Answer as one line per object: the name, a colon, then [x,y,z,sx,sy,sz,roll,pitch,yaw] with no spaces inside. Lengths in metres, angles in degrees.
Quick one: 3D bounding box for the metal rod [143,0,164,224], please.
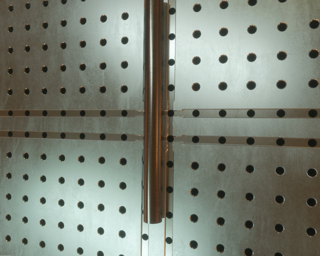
metal rod: [-0.009,-0.024,0.416,0.025,0.025,0.298,1,90,20]
